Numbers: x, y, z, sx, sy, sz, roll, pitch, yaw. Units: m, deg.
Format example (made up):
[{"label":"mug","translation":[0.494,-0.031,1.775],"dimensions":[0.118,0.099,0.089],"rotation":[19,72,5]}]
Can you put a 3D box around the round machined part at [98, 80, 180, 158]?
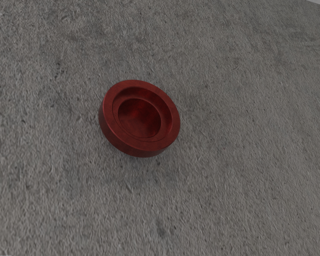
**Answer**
[{"label":"round machined part","translation":[-0.028,-0.008,0.382],"dimensions":[0.099,0.042,0.098],"rotation":[13,56,-21]}]
